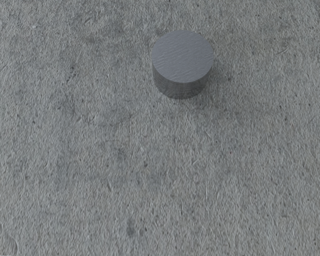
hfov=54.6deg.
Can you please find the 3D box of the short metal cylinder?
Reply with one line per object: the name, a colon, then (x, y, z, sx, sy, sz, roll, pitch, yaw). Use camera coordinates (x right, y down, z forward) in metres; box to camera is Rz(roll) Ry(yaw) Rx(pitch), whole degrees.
short metal cylinder: (0.030, -0.086, 0.427, 0.080, 0.050, 0.080, 0, 70, 0)
